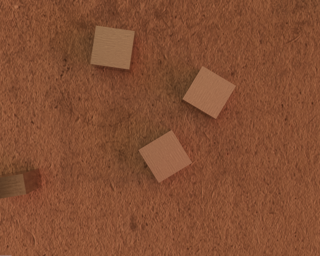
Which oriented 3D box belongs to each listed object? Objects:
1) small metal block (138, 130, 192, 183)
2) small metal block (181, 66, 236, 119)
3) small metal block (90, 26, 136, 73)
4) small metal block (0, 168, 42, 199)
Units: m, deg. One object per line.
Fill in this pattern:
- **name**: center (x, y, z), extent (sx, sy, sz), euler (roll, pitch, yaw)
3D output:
- **small metal block**: center (0.007, 0.036, 0.410), extent (0.050, 0.025, 0.050), euler (-31, 90, 0)
- **small metal block**: center (0.063, -0.046, 0.410), extent (0.050, 0.025, 0.050), euler (31, 90, 0)
- **small metal block**: center (-0.061, -0.103, 0.409), extent (0.050, 0.025, 0.050), euler (8, 90, 0)
- **small metal block**: center (-0.187, 0.071, 0.396), extent (0.050, 0.050, 0.025), euler (-9, 90, 0)
